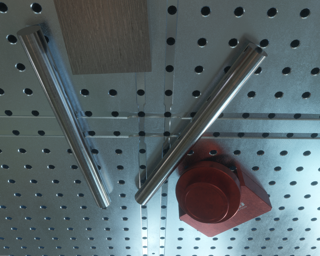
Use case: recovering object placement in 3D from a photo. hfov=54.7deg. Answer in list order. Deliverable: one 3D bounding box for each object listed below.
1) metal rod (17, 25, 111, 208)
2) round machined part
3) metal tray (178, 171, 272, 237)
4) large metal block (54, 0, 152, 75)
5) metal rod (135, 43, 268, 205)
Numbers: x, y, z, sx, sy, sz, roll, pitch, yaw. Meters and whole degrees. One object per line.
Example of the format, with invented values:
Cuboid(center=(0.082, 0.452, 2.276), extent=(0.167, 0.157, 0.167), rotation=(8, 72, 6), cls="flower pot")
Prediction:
Cuboid(center=(-0.115, 0.010, 0.418), extent=(0.025, 0.025, 0.298), rotation=(-7, 130, 5), cls="metal rod")
Cuboid(center=(0.070, 0.102, 0.463), extent=(0.098, 0.042, 0.097), rotation=(6, 110, 17), cls="round machined part")
Cuboid(center=(0.107, 0.132, 0.523), extent=(0.130, 0.030, 0.090), rotation=(-35, 122, 26), cls="metal tray")
Cuboid(center=(-0.050, -0.102, 0.308), extent=(0.081, 0.050, 0.079), rotation=(-2, 130, 1), cls="large metal block")
Cuboid(center=(0.039, 0.015, 0.425), extent=(0.025, 0.025, 0.298), rotation=(21, 127, -18), cls="metal rod")
